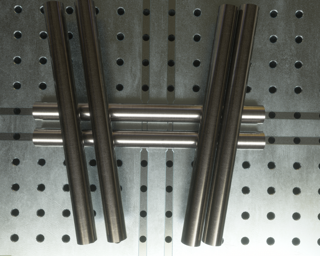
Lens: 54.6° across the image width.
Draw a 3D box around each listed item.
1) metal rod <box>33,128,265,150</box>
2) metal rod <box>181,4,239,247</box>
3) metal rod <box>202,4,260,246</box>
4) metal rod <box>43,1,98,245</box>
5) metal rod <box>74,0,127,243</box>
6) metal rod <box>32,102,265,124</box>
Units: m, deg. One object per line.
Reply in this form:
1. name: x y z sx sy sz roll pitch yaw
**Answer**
1. metal rod: -0.014 0.015 0.414 0.302 0.025 0.025 1 90 0
2. metal rod: 0.062 -0.003 0.389 0.025 0.025 0.298 9 90 0
3. metal rod: 0.089 -0.004 0.390 0.025 0.025 0.298 9 90 0
4. metal rod: -0.112 -0.006 0.388 0.025 0.025 0.298 -8 90 0
5. metal rod: -0.074 -0.009 0.389 0.025 0.025 0.298 -8 90 0
6. metal rod: -0.014 -0.020 0.414 0.302 0.025 0.025 1 90 0
